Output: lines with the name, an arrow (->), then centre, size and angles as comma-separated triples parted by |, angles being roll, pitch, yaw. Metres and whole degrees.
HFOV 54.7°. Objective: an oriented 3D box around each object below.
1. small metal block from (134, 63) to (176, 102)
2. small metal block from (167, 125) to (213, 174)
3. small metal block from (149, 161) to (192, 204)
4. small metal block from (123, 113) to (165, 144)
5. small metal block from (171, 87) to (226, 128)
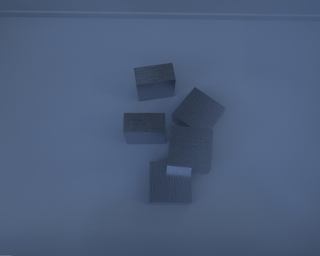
small metal block -> -0.007, -0.061, 0.418 | 0.050, 0.050, 0.025 | -9, 71, -3
small metal block -> 0.036, 0.026, 0.374 | 0.050, 0.025, 0.050 | 6, 70, 2
small metal block -> 0.013, 0.069, 0.384 | 0.050, 0.025, 0.050 | 0, 70, 0
small metal block -> -0.019, 0.002, 0.395 | 0.050, 0.050, 0.025 | 0, 70, 0
small metal block -> 0.051, -0.018, 0.416 | 0.050, 0.025, 0.050 | 37, 74, 12
